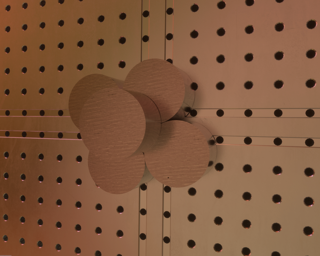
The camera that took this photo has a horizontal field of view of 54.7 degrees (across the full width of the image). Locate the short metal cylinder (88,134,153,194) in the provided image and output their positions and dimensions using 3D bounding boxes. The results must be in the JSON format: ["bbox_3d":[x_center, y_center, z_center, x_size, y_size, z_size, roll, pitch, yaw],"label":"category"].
[{"bbox_3d":[-0.048,0.044,0.414,0.080,0.050,0.079,0,90,19],"label":"short metal cylinder"}]

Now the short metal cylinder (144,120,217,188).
[{"bbox_3d":[0.027,0.030,0.388,0.080,0.050,0.079,0,90,19],"label":"short metal cylinder"}]

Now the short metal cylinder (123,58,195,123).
[{"bbox_3d":[0.000,-0.044,0.398,0.080,0.050,0.079,0,90,19],"label":"short metal cylinder"}]

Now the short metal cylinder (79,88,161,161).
[{"bbox_3d":[-0.045,-0.005,0.359,0.080,0.050,0.079,1,92,19],"label":"short metal cylinder"}]

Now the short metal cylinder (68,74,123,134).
[{"bbox_3d":[-0.076,-0.031,0.424,0.080,0.050,0.079,0,90,19],"label":"short metal cylinder"}]
